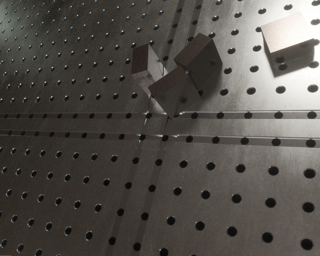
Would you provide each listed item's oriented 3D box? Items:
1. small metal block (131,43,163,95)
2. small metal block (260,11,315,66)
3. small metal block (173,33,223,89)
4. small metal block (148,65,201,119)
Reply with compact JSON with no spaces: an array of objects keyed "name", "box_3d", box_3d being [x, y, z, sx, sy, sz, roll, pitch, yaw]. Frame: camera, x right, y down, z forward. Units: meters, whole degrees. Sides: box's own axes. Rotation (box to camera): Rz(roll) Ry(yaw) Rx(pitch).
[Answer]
[{"name":"small metal block","box_3d":[-0.017,-0.085,0.452,0.025,0.050,0.050,-13,57,21]},{"name":"small metal block","box_3d":[0.161,-0.113,0.393,0.050,0.025,0.050,-17,55,18]},{"name":"small metal block","box_3d":[0.053,-0.090,0.419,0.050,0.050,0.025,-46,51,-4]},{"name":"small metal block","box_3d":[0.020,-0.046,0.409,0.050,0.050,0.025,-34,52,5]}]
